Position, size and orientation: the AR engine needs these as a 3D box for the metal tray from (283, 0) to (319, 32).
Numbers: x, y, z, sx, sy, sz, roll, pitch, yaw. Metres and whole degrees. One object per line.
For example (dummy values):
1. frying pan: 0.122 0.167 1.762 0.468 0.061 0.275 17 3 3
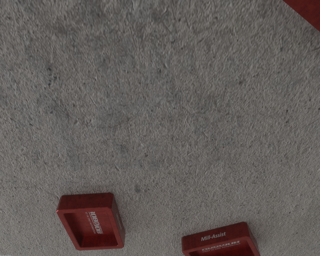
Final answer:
1. metal tray: 0.175 -0.137 0.289 0.131 0.030 0.090 27 125 -22

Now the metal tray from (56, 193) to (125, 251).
1. metal tray: -0.117 0.168 0.545 0.091 0.030 0.129 -4 130 3

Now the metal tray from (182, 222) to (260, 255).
1. metal tray: 0.118 0.233 0.602 0.130 0.030 0.090 -20 128 16
